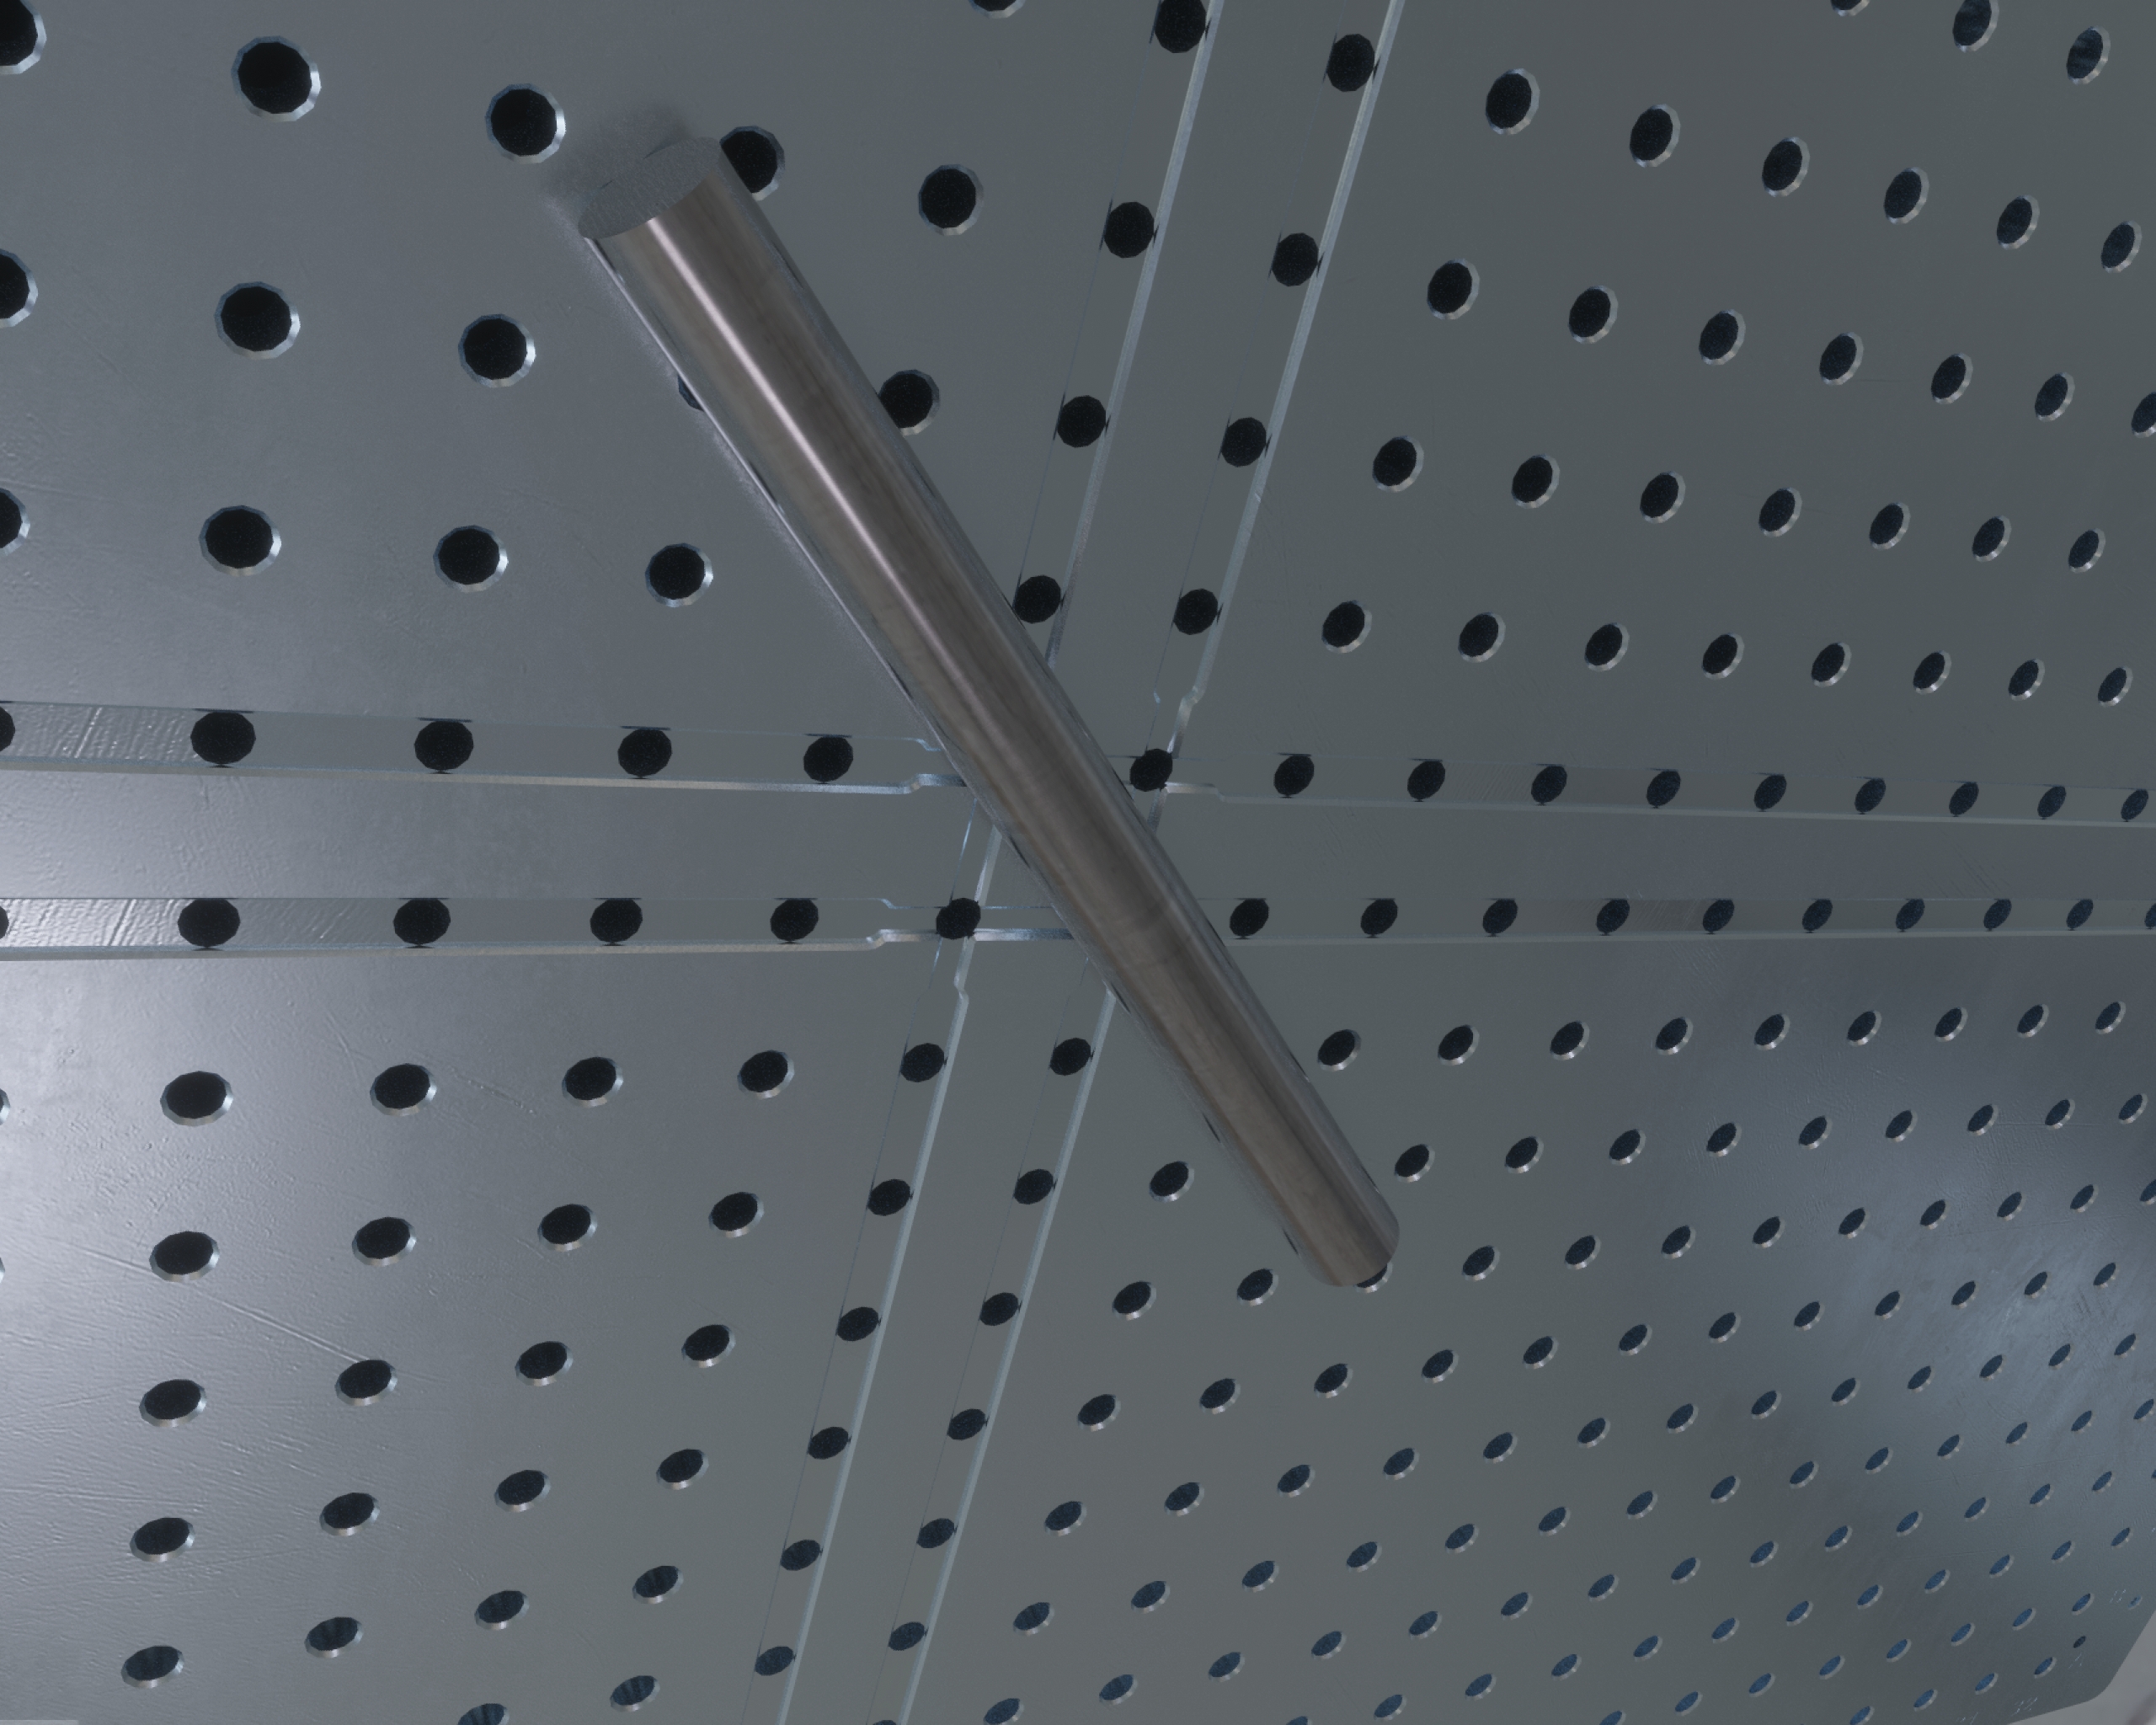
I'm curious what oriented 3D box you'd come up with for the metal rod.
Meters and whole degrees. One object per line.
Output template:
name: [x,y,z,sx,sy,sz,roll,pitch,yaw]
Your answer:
metal rod: [0.001,-0.005,0.408,0.025,0.025,0.300,-37,129,-4]
